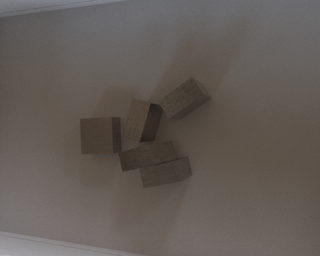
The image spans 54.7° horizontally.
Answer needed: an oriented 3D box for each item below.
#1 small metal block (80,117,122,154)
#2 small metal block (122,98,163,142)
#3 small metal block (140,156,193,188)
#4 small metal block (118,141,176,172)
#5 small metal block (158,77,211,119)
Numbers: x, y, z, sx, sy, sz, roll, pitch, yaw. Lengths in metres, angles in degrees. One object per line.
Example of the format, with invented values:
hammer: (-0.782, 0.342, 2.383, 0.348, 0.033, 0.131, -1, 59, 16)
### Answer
small metal block: (-0.084, 0.011, 0.440, 0.050, 0.025, 0.050, -3, 89, 20)
small metal block: (-0.021, -0.010, 0.405, 0.025, 0.050, 0.050, 18, 96, 19)
small metal block: (0.009, 0.056, 0.394, 0.050, 0.050, 0.025, -14, 86, 19)
small metal block: (-0.016, 0.036, 0.397, 0.050, 0.050, 0.025, -17, 84, 34)
small metal block: (0.032, -0.035, 0.386, 0.050, 0.050, 0.025, -35, 79, 17)
